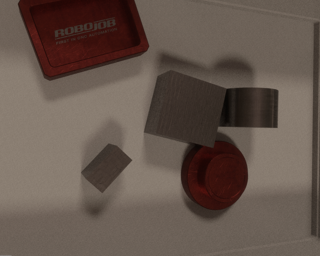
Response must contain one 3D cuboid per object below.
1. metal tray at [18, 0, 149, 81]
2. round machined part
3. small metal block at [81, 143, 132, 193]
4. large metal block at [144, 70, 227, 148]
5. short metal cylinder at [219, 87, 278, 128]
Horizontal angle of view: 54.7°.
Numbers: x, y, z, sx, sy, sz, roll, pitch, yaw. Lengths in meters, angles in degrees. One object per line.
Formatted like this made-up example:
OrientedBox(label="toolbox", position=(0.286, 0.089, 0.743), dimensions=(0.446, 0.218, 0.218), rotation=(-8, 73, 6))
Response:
OrientedBox(label="metal tray", position=(-0.089, -0.119, 0.375), dimensions=(0.131, 0.030, 0.090), rotation=(-21, 97, -19))
OrientedBox(label="round machined part", position=(0.083, 0.067, 0.434), dimensions=(0.099, 0.042, 0.097), rotation=(0, 90, -21))
OrientedBox(label="small metal block", position=(-0.066, 0.047, 0.374), dimensions=(0.025, 0.050, 0.050), rotation=(46, 76, -15))
OrientedBox(label="large metal block", position=(0.033, -0.023, 0.410), dimensions=(0.081, 0.050, 0.080), rotation=(15, 85, -19))
OrientedBox(label="short metal cylinder", position=(0.120, -0.026, 0.427), dimensions=(0.081, 0.080, 0.050), rotation=(1, 90, -20))
